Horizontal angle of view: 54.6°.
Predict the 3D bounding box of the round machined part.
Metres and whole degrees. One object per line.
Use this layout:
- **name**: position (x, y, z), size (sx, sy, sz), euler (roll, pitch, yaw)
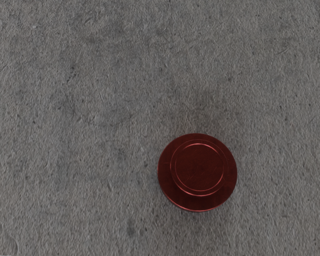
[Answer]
- **round machined part**: position (0.046, 0.052, 0.380), size (0.099, 0.042, 0.098), euler (0, 70, 0)
